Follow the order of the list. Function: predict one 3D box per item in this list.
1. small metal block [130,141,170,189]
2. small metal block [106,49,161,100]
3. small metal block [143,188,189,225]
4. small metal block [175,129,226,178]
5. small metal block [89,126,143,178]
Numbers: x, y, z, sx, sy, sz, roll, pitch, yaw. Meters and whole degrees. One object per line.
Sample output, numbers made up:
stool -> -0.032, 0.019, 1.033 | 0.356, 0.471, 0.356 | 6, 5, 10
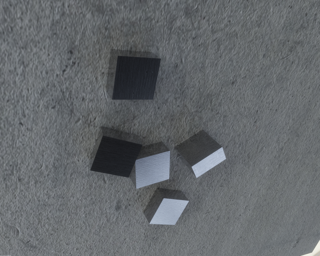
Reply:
small metal block -> -0.015, 0.051, 0.430 | 0.050, 0.025, 0.050 | -13, 124, -22
small metal block -> -0.031, -0.060, 0.352 | 0.050, 0.025, 0.050 | -3, 120, -27
small metal block -> 0.010, 0.124, 0.489 | 0.050, 0.025, 0.050 | 15, 111, -35
small metal block -> 0.057, 0.036, 0.444 | 0.050, 0.050, 0.025 | -32, 129, -8
small metal block -> -0.056, 0.031, 0.389 | 0.050, 0.025, 0.050 | 15, 111, -22
